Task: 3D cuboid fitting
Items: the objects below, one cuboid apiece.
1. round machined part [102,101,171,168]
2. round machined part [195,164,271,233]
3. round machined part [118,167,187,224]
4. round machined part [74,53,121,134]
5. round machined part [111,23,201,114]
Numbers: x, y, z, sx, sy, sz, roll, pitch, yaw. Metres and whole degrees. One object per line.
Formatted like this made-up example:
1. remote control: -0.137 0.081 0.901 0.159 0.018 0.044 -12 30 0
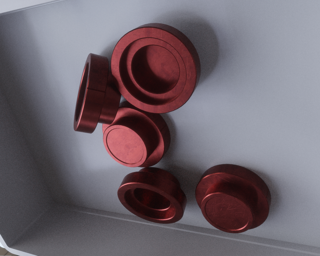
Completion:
1. round machined part: -0.039 0.015 0.427 0.098 0.042 0.097 13 124 21
2. round machined part: 0.093 0.100 0.410 0.098 0.042 0.097 13 124 21
3. round machined part: -0.008 0.094 0.451 0.098 0.042 0.097 13 137 12
4. round machined part: -0.077 -0.041 0.389 0.042 0.098 0.097 11 132 -21
5. round machined part: -0.002 -0.069 0.352 0.098 0.042 0.097 9 121 16
